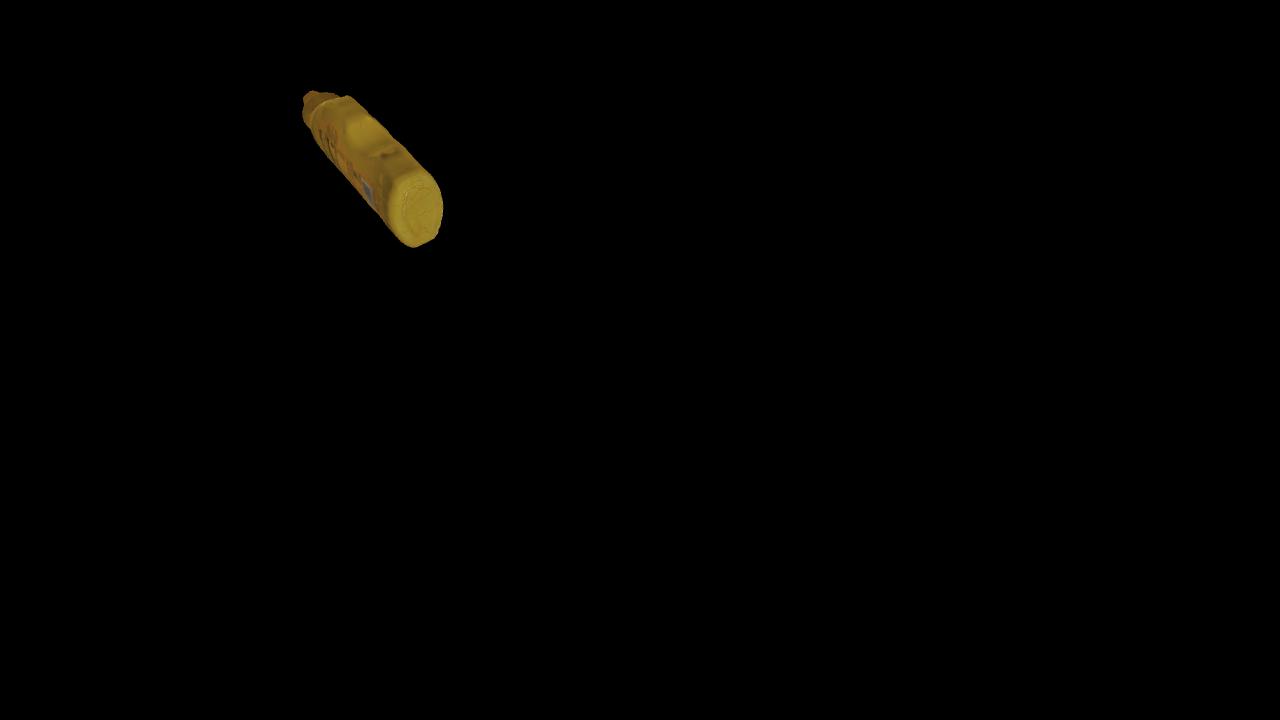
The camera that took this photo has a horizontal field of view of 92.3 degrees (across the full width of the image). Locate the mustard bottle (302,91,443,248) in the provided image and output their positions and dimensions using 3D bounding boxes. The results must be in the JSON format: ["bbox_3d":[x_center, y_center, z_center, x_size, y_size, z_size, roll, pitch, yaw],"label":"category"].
[{"bbox_3d":[-0.260,-0.193,0.576,0.054,0.184,0.092,-39,-17,-21],"label":"mustard bottle"}]
